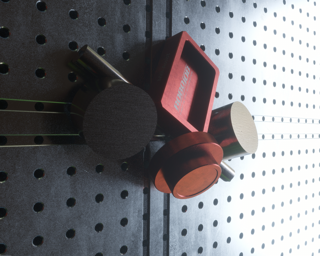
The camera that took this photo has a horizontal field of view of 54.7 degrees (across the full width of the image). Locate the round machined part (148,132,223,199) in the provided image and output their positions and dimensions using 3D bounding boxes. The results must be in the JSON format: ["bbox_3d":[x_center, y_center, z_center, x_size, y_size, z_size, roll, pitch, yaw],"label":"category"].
[{"bbox_3d":[0.038,0.054,0.395,0.099,0.042,0.097,-18,140,-15],"label":"round machined part"}]

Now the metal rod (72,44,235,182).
[{"bbox_3d":[0.012,-0.003,0.419,0.301,0.025,0.025,38,67,-33],"label":"metal rod"}]

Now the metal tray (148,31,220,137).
[{"bbox_3d":[0.034,-0.053,0.415,0.090,0.030,0.130,39,53,-33],"label":"metal tray"}]

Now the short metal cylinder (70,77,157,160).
[{"bbox_3d":[-0.050,-0.012,0.335,0.081,0.050,0.079,-10,111,-27],"label":"short metal cylinder"}]

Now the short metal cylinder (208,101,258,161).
[{"bbox_3d":[0.105,0.006,0.465,0.080,0.050,0.080,25,55,-42],"label":"short metal cylinder"}]
